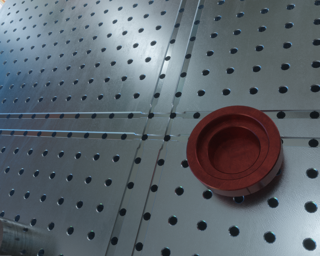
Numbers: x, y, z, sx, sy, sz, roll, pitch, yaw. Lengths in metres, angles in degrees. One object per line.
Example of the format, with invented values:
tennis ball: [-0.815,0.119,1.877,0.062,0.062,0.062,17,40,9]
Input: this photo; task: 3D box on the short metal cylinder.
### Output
short metal cylinder: [-0.218,0.160,0.409,0.080,0.050,0.080,-13,56,21]

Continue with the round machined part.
round machined part: [0.082,0.028,0.337,0.098,0.042,0.098,-13,56,21]
